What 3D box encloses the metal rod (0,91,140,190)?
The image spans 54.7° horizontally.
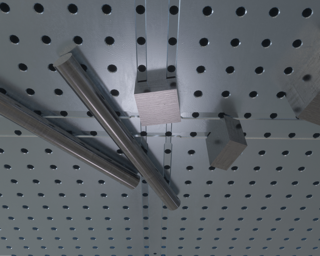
[{"bbox_3d":[-0.148,0.006,0.414,0.301,0.025,0.025,36,121,-27],"label":"metal rod"}]

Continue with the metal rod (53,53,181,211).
[{"bbox_3d":[-0.043,0.026,0.433,0.025,0.025,0.299,-21,128,16],"label":"metal rod"}]

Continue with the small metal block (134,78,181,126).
[{"bbox_3d":[-0.002,-0.032,0.385,0.050,0.025,0.050,-7,130,5],"label":"small metal block"}]

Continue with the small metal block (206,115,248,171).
[{"bbox_3d":[0.087,0.020,0.413,0.025,0.050,0.050,18,128,-15],"label":"small metal block"}]

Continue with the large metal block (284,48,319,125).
[{"bbox_3d":[0.209,-0.045,0.359,0.081,0.050,0.079,17,128,-14],"label":"large metal block"}]
